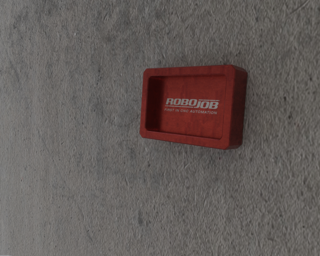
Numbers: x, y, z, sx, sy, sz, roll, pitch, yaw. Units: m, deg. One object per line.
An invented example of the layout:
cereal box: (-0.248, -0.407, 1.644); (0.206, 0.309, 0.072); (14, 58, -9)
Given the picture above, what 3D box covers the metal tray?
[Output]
metal tray: (0.035, -0.027, 0.373); (0.130, 0.030, 0.089); (6, 94, 40)
